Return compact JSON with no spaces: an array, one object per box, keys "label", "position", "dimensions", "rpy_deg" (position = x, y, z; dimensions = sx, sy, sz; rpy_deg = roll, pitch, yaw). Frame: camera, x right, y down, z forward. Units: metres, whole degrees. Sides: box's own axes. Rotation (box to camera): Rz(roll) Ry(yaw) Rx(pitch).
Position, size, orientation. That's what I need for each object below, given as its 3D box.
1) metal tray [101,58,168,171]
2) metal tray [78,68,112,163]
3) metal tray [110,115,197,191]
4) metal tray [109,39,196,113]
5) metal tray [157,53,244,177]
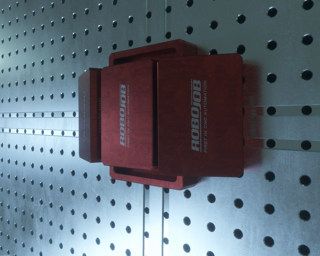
[{"label":"metal tray","position":[-0.034,-0.016,0.392],"dimensions":[0.090,0.030,0.129],"rpy_deg":[0,90,39]},{"label":"metal tray","position":[-0.098,-0.017,0.461],"dimensions":[0.090,0.030,0.129],"rpy_deg":[180,90,-65]},{"label":"metal tray","position":[-0.013,0.029,0.415],"dimensions":[0.130,0.030,0.089],"rpy_deg":[1,91,39]},{"label":"metal tray","position":[-0.014,-0.062,0.415],"dimensions":[0.130,0.030,0.089],"rpy_deg":[1,91,39]},{"label":"metal tray","position":[0.045,-0.013,0.343],"dimensions":[0.090,0.030,0.129],"rpy_deg":[-1,90,12]}]
